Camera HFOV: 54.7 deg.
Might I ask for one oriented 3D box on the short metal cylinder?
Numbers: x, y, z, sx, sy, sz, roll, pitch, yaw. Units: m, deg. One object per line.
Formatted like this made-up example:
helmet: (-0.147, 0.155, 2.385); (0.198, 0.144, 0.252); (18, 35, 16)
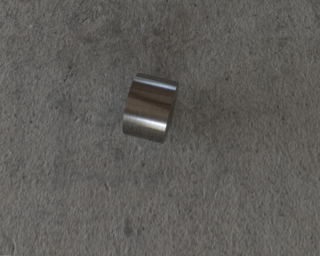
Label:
short metal cylinder: (-0.010, -0.024, 0.388); (0.050, 0.080, 0.080); (14, 71, 5)
